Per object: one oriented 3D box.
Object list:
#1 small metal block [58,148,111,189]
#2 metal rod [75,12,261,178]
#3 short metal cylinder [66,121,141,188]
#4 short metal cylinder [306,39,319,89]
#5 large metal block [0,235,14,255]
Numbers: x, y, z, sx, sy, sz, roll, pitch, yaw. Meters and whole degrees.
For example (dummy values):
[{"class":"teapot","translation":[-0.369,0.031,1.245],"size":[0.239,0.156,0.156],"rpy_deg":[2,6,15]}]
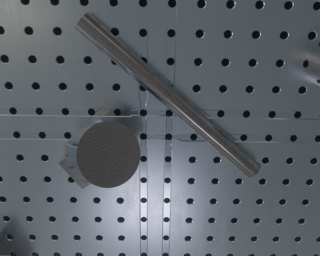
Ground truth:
[{"class":"small metal block","translation":[-0.102,0.049,0.430],"size":[0.050,0.025,0.050],"rpy_deg":[-33,107,11]},{"class":"metal rod","translation":[0.020,-0.034,0.401],"size":[0.300,0.025,0.025],"rpy_deg":[40,105,-14]},{"class":"short metal cylinder","translation":[-0.072,0.033,0.391],"size":[0.081,0.050,0.080],"rpy_deg":[2,86,-30]},{"class":"short metal cylinder","translation":[0.228,-0.076,0.374],"size":[0.081,0.050,0.079],"rpy_deg":[0,110,0]},{"class":"large metal block","translation":[-0.277,0.222,0.479],"size":[0.080,0.050,0.080],"rpy_deg":[-18,109,6]}]
